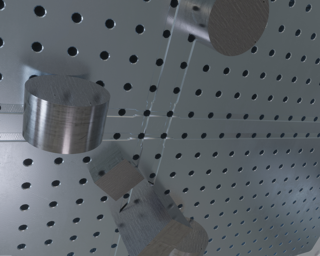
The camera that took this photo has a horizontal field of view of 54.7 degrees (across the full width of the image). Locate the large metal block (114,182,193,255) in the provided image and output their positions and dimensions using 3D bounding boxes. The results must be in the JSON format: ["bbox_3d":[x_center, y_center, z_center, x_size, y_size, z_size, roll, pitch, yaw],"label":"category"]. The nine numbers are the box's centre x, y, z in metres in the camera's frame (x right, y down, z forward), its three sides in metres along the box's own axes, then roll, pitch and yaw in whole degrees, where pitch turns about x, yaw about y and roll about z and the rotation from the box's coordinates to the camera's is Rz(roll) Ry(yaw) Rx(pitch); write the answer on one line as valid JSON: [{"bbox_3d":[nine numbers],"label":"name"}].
[{"bbox_3d":[-0.012,0.142,0.457,0.080,0.080,0.050,-48,129,5],"label":"large metal block"}]

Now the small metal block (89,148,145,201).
[{"bbox_3d":[-0.058,0.064,0.420,0.050,0.025,0.050,-39,130,-2],"label":"small metal block"}]

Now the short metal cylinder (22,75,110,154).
[{"bbox_3d":[-0.095,-0.016,0.314,0.081,0.080,0.050,0,118,-29],"label":"short metal cylinder"}]

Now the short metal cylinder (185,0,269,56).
[{"bbox_3d":[0.076,-0.129,0.357,0.081,0.050,0.079,-14,124,-21],"label":"short metal cylinder"}]

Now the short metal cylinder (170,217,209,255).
[{"bbox_3d":[0.034,0.193,0.514,0.081,0.080,0.050,0,118,-29],"label":"short metal cylinder"}]
